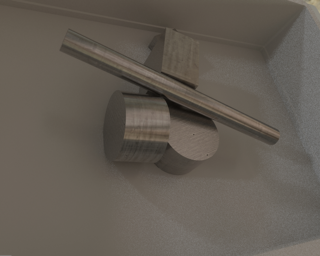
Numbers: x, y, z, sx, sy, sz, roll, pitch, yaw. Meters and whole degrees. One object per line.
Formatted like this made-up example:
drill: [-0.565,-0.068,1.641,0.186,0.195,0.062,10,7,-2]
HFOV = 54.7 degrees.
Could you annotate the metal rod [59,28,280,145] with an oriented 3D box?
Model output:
metal rod: [0.030,-0.039,0.376,0.302,0.025,0.025,22,53,-23]

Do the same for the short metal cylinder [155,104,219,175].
short metal cylinder: [0.028,0.014,0.398,0.081,0.050,0.080,14,56,-21]

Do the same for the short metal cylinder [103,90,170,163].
short metal cylinder: [-0.029,-0.001,0.356,0.050,0.080,0.080,6,59,-26]

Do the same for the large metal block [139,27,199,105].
large metal block: [0.011,-0.073,0.422,0.050,0.080,0.080,18,55,-18]

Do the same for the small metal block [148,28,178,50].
small metal block: [0.019,-0.126,0.495,0.050,0.025,0.050,-34,81,-38]
